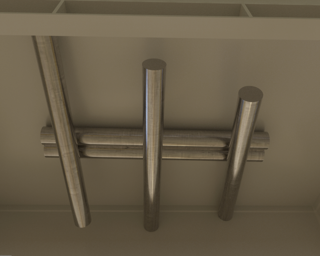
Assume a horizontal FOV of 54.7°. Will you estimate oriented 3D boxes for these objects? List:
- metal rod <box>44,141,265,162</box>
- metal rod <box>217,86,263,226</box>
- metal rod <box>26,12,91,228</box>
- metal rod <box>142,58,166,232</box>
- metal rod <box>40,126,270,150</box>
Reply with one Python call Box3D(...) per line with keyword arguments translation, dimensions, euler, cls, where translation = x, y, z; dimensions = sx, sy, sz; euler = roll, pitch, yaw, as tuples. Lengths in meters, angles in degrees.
Box3D(translation=(-0.006, 0.032, 0.435), dimensions=(0.302, 0.025, 0.025), euler=(1, 130, -2), cls="metal rod")
Box3D(translation=(0.104, 0.063, 0.433), dimensions=(0.025, 0.025, 0.298), euler=(-3, 139, 2), cls="metal rod")
Box3D(translation=(-0.117, 0.014, 0.386), dimensions=(0.025, 0.025, 0.298), euler=(-1, 122, 0), cls="metal rod")
Box3D(translation=(-0.010, 0.047, 0.415), dimensions=(0.025, 0.025, 0.298), euler=(1, 131, -1), cls="metal rod")
Box3D(translation=(-0.005, 0.014, 0.420), dimensions=(0.302, 0.025, 0.025), euler=(1, 130, -2), cls="metal rod")
